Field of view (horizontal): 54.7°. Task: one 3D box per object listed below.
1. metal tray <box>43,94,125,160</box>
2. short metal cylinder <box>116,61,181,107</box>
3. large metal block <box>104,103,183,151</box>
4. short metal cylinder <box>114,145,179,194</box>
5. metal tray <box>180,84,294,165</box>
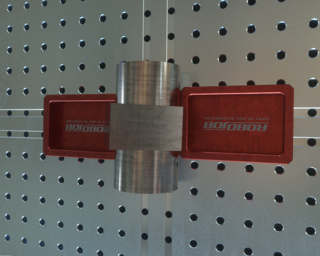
[{"bbox_3d":[-0.105,-0.003,0.446,0.130,0.030,0.089,1,90,19],"label":"metal tray"},{"bbox_3d":[-0.015,-0.051,0.388,0.080,0.080,0.050,2,91,20],"label":"short metal cylinder"},{"bbox_3d":[-0.024,-0.001,0.376,0.081,0.080,0.050,2,91,-14],"label":"large metal block"},{"bbox_3d":[-0.017,0.049,0.389,0.080,0.080,0.050,2,91,20],"label":"short metal cylinder"},{"bbox_3d":[0.091,-0.005,0.377,0.130,0.030,0.089,1,90,19],"label":"metal tray"}]
